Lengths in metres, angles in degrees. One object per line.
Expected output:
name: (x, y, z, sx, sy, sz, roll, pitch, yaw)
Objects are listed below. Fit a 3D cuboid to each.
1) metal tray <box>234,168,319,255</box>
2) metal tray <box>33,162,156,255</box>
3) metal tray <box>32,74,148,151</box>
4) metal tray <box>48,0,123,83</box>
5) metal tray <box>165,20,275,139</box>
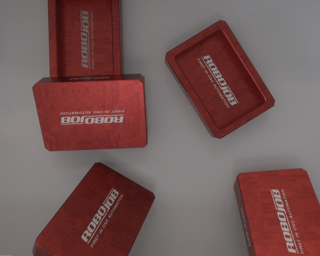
metal tray: (0.148, 0.116, 0.374, 0.091, 0.030, 0.130, -4, 54, 0)
metal tray: (-0.070, 0.110, 0.363, 0.090, 0.130, 0.030, 30, 130, 0)
metal tray: (-0.083, -0.019, 0.391, 0.131, 0.030, 0.089, -2, 114, 0)
metal tray: (-0.096, -0.117, 0.407, 0.091, 0.030, 0.129, -2, 90, 0)
metal tray: (0.077, -0.062, 0.409, 0.090, 0.030, 0.130, -32, 90, 0)
